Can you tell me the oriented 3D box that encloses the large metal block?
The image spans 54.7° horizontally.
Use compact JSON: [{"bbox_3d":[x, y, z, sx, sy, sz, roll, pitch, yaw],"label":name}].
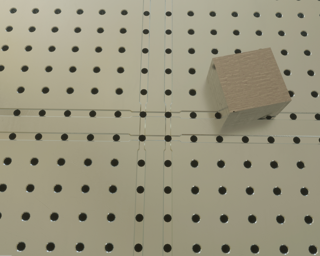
[{"bbox_3d":[0.117,-0.055,0.420,0.081,0.050,0.080,-11,71,-5],"label":"large metal block"}]
